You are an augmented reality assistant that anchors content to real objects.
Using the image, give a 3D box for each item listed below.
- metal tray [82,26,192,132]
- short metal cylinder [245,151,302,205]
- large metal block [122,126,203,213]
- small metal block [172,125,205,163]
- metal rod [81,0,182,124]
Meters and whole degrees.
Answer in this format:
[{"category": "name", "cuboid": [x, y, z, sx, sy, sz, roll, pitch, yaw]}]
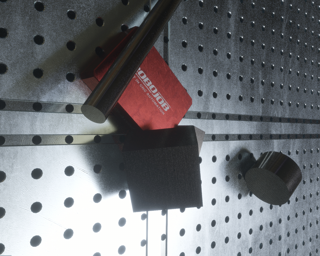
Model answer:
[{"category": "metal tray", "cuboid": [-0.022, -0.047, 0.389, 0.130, 0.030, 0.090, 50, 60, -29]}, {"category": "short metal cylinder", "cuboid": [0.198, 0.088, 0.543, 0.050, 0.080, 0.080, -38, 114, -34]}, {"category": "large metal block", "cuboid": [0.005, 0.047, 0.362, 0.050, 0.080, 0.079, -88, 172, -66]}, {"category": "small metal block", "cuboid": [0.029, 0.024, 0.419, 0.025, 0.050, 0.050, 27, 73, -37]}, {"category": "metal rod", "cuboid": [-0.006, -0.124, 0.367, 0.025, 0.025, 0.300, 49, 50, -29]}]
